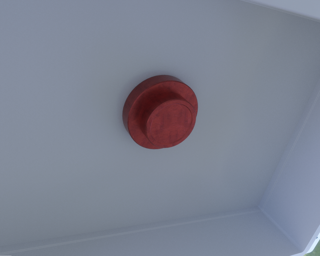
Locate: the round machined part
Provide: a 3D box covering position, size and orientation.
[{"bbox_3d":[0.006,-0.014,0.392,0.099,0.042,0.097,-14,124,-21],"label":"round machined part"}]
